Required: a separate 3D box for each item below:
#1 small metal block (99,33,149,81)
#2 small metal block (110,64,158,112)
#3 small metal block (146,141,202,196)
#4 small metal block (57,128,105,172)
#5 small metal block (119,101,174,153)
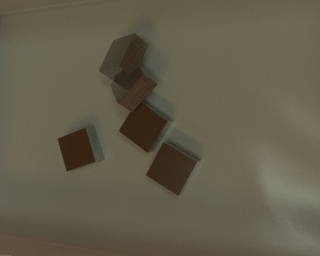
[{"bbox_3d":[-0.048,-0.092,0.407,0.050,0.025,0.050,3,66,50],"label":"small metal block"},{"bbox_3d":[-0.036,-0.057,0.409,0.050,0.025,0.050,-46,37,14],"label":"small metal block"},{"bbox_3d":[0.018,0.052,0.404,0.050,0.025,0.050,30,100,17],"label":"small metal block"},{"bbox_3d":[-0.115,0.031,0.451,0.050,0.025,0.050,-20,84,19],"label":"small metal block"},{"bbox_3d":[-0.019,-0.002,0.417,0.050,0.025,0.050,36,101,16],"label":"small metal block"}]
